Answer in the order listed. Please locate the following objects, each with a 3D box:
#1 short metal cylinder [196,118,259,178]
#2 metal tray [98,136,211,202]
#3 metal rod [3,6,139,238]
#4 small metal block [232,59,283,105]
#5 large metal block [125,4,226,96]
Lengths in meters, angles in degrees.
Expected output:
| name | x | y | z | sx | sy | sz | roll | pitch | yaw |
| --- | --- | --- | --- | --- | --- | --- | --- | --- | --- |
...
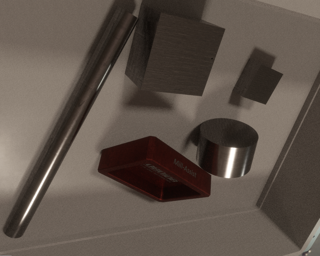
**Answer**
| name | x | y | z | sx | sy | sz | roll | pitch | yaw |
| --- | --- | --- | --- | --- | --- | --- | --- | --- | --- |
| short metal cylinder | 0.095 | 0.027 | 0.444 | 0.081 | 0.080 | 0.050 | -10 | 123 | -23 |
| metal tray | -0.004 | 0.060 | 0.408 | 0.090 | 0.030 | 0.130 | -17 | 142 | 36 |
| metal rod | -0.108 | 0.005 | 0.353 | 0.025 | 0.025 | 0.298 | 21 | 107 | -36 |
| small metal block | 0.141 | -0.066 | 0.447 | 0.050 | 0.025 | 0.050 | 12 | 112 | -34 |
| large metal block | 0.015 | -0.085 | 0.349 | 0.081 | 0.050 | 0.079 | 2 | 117 | -30 |
